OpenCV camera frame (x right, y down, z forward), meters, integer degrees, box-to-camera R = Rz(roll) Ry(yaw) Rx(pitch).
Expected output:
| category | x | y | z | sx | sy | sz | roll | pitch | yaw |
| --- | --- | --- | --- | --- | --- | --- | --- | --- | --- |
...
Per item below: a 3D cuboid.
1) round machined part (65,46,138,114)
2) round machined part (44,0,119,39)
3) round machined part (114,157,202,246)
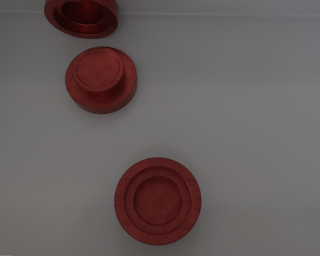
| category | x | y | z | sx | sy | sz | roll | pitch | yaw |
| --- | --- | --- | --- | --- | --- | --- | --- | --- | --- |
| round machined part | -0.081 | -0.072 | 0.426 | 0.099 | 0.042 | 0.098 | 0 | 70 | 0 |
| round machined part | -0.106 | -0.169 | 0.430 | 0.099 | 0.098 | 0.042 | 2 | 75 | 0 |
| round machined part | -0.002 | 0.087 | 0.369 | 0.099 | 0.042 | 0.098 | 0 | 70 | 0 |
